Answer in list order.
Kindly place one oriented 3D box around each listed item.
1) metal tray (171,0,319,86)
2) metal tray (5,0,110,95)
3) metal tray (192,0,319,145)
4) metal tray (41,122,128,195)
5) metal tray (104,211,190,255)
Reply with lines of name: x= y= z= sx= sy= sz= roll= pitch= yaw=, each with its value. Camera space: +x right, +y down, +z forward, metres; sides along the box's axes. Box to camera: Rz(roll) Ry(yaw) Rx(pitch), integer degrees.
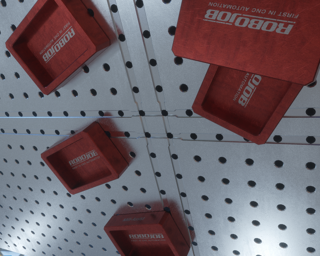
metal tray: x=0.082 y=-0.096 z=0.276 sx=0.130 sy=0.030 sz=0.089 roll=19 pitch=107 yaw=25
metal tray: x=-0.138 y=-0.111 z=0.409 sx=0.130 sy=0.030 sz=0.090 roll=-28 pitch=104 yaw=37
metal tray: x=0.098 y=-0.054 z=0.322 sx=0.090 sy=0.030 sz=0.129 roll=28 pitch=128 yaw=10
metal tray: x=-0.125 y=0.053 z=0.504 sx=0.130 sy=0.030 sz=0.090 roll=-25 pitch=105 yaw=36
metal tray: x=-0.025 y=0.193 z=0.538 sx=0.130 sy=0.030 sz=0.090 roll=-16 pitch=111 yaw=34
